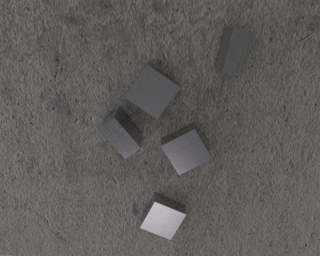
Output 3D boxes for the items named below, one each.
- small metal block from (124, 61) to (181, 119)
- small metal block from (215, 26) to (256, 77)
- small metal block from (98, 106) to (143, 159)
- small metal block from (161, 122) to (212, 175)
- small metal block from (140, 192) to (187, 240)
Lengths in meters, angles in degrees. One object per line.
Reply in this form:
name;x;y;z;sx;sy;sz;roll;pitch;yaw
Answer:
small metal block;-0.010;-0.048;0.392;0.050;0.025;0.050;34;106;-12
small metal block;0.086;-0.091;0.364;0.025;0.050;0.050;10;110;-4
small metal block;-0.048;0.005;0.398;0.025;0.050;0.050;-36;106;12
small metal block;0.035;0.028;0.420;0.050;0.025;0.050;-28;108;9
small metal block;0.004;0.130;0.458;0.050;0.025;0.050;25;108;-9
